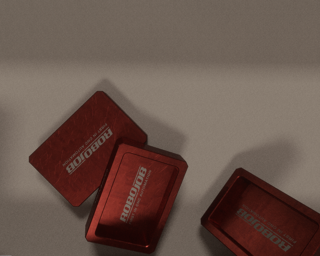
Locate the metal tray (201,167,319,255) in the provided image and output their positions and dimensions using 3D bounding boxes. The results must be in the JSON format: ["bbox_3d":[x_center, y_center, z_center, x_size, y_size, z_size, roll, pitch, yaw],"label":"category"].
[{"bbox_3d":[0.120,0.115,0.363,0.090,0.130,0.030,-54,130,-4],"label":"metal tray"}]

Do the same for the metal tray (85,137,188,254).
[{"bbox_3d":[-0.030,0.086,0.389,0.091,0.030,0.129,19,97,-16],"label":"metal tray"}]

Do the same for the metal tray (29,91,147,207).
[{"bbox_3d":[-0.092,0.026,0.408,0.130,0.030,0.090,-44,91,0],"label":"metal tray"}]
